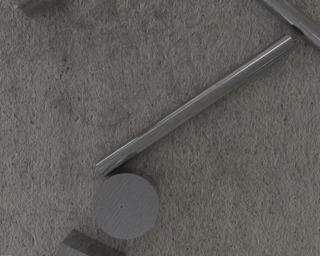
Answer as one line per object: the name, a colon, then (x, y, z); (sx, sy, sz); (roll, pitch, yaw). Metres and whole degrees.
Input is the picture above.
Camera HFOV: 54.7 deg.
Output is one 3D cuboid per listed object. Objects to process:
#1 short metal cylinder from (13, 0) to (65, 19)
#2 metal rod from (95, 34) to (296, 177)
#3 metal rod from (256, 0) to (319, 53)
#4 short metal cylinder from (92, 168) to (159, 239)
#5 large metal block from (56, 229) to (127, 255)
short metal cylinder: (-0.161, -0.184, 0.381); (0.050, 0.080, 0.080); (-31, 90, 0)
metal rod: (0.047, -0.029, 0.410); (0.301, 0.025, 0.025); (-34, 90, 0)
metal rod: (0.124, -0.191, 0.410); (0.300, 0.025, 0.025); (39, 90, 0)
short metal cylinder: (-0.041, 0.094, 0.397); (0.081, 0.050, 0.080); (0, 90, 0)
large metal block: (-0.099, 0.191, 0.397); (0.080, 0.050, 0.080); (25, 90, 0)
